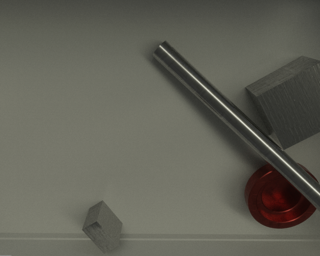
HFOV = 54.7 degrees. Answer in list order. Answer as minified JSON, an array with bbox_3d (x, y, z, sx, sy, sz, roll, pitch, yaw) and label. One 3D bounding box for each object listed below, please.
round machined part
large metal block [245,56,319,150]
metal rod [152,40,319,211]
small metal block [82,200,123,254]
[{"bbox_3d":[0.168,0.089,0.438,0.099,0.042,0.097,0,110,-1],"label":"round machined part"},{"bbox_3d":[0.167,-0.032,0.389,0.080,0.050,0.080,-29,108,10],"label":"large metal block"},{"bbox_3d":[0.110,0.004,0.385,0.300,0.025,0.025,42,105,-3],"label":"metal rod"},{"bbox_3d":[-0.082,0.143,0.450,0.025,0.050,0.050,-32,107,11],"label":"small metal block"}]
